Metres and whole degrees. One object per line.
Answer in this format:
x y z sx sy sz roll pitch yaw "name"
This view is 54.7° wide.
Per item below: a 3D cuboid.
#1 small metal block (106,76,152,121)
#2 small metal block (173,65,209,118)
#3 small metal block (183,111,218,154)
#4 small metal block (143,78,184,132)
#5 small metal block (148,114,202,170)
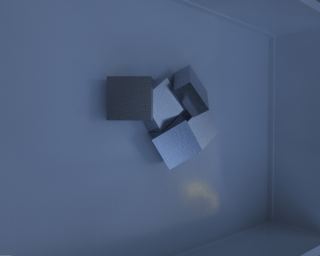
-0.034 -0.033 0.360 0.050 0.025 0.050 0 89 3 "small metal block"
0.043 -0.051 0.428 0.050 0.025 0.050 51 25 -28 "small metal block"
0.052 0.001 0.450 0.050 0.025 0.050 -43 117 -31 "small metal block"
-0.002 -0.030 0.404 0.050 0.025 0.050 -45 118 -31 "small metal block"
0.020 0.018 0.408 0.050 0.025 0.050 -31 113 -3 "small metal block"
